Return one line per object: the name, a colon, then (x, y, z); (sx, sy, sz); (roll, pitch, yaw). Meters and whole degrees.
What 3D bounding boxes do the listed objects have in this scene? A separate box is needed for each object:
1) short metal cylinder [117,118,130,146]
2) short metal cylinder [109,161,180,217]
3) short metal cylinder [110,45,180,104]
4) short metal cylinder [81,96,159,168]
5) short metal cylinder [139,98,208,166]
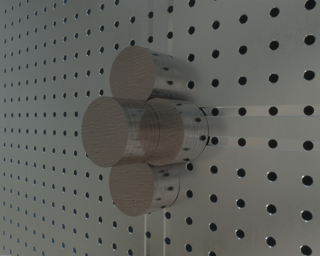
short metal cylinder: (-0.053, 0.004, 0.437); (0.080, 0.050, 0.079); (0, 90, 40)
short metal cylinder: (-0.022, 0.072, 0.410); (0.080, 0.050, 0.080); (-2, 87, 39)
short metal cylinder: (-0.021, -0.064, 0.410); (0.080, 0.050, 0.079); (0, 90, 39)
short metal cylinder: (-0.048, 0.004, 0.366); (0.080, 0.050, 0.079); (0, 90, 40)
short metal cylinder: (0.012, 0.004, 0.383); (0.080, 0.050, 0.080); (0, 90, 40)
